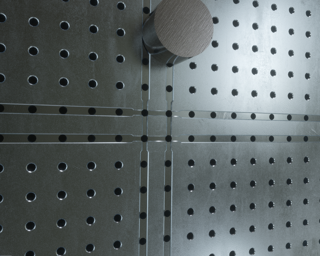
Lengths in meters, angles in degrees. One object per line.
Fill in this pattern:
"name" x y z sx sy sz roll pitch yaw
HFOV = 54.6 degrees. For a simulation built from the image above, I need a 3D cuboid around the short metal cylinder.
"short metal cylinder" 0.022 -0.128 0.407 0.081 0.050 0.080 0 90 -20
